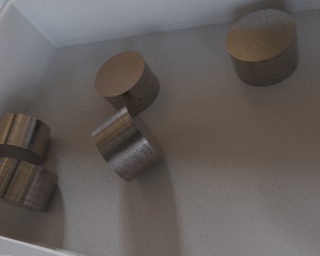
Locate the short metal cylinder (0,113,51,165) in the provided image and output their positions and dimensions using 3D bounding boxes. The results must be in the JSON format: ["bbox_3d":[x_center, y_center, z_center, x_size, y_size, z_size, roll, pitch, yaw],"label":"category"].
[{"bbox_3d":[-0.213,0.019,0.471,0.080,0.080,0.050,-9,58,23],"label":"short metal cylinder"}]

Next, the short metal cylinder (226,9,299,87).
[{"bbox_3d":[0.127,-0.098,0.383,0.080,0.050,0.080,-13,56,21],"label":"short metal cylinder"}]

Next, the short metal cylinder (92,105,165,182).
[{"bbox_3d":[-0.038,0.018,0.379,0.050,0.080,0.080,-36,51,5],"label":"short metal cylinder"}]

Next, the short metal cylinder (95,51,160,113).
[{"bbox_3d":[-0.047,-0.065,0.455,0.080,0.050,0.080,-13,56,21],"label":"short metal cylinder"}]

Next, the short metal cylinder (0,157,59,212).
[{"bbox_3d":[-0.187,0.079,0.420,0.080,0.080,0.050,2,63,29],"label":"short metal cylinder"}]
